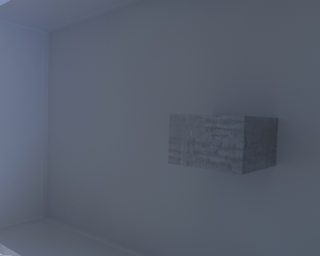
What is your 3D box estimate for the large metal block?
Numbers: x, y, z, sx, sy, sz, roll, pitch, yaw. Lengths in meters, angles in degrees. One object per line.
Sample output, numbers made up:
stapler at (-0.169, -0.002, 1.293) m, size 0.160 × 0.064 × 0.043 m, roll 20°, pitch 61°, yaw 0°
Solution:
large metal block at (0.065, 0.013, 0.318) m, size 0.080 × 0.081 × 0.050 m, roll 4°, pitch 93°, yaw 40°
